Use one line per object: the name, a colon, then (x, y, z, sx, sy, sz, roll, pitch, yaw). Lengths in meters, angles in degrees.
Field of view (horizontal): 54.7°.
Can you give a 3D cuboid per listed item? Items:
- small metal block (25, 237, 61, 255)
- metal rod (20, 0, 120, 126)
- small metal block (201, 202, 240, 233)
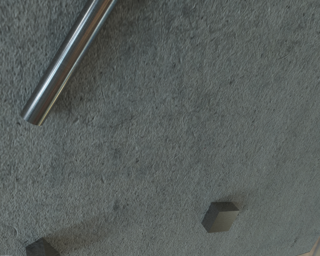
small metal block: (-0.155, 0.187, 0.423, 0.025, 0.050, 0.050, -30, 129, -9)
metal rod: (-0.051, -0.130, 0.299, 0.025, 0.025, 0.299, 27, 104, -38)
small metal block: (0.112, 0.165, 0.573, 0.050, 0.025, 0.050, 7, 115, -32)
